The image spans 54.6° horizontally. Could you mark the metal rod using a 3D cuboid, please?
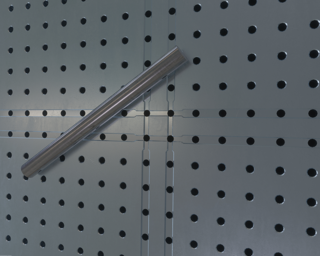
[{"bbox_3d":[-0.089,-0.015,0.444,0.300,0.025,0.025,-35,79,16],"label":"metal rod"}]
